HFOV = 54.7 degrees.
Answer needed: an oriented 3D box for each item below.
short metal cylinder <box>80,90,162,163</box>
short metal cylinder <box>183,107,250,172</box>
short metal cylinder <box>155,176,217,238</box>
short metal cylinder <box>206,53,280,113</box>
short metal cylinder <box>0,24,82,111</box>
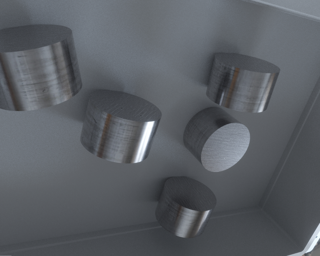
[{"bbox_3d":[-0.044,-0.004,0.347,0.081,0.080,0.050,4,116,-31],"label":"short metal cylinder"},{"bbox_3d":[0.081,0.016,0.446,0.081,0.050,0.079,-14,124,-21],"label":"short metal cylinder"},{"bbox_3d":[0.038,0.117,0.466,0.081,0.080,0.050,3,117,-30],"label":"short metal cylinder"},{"bbox_3d":[0.104,-0.059,0.393,0.081,0.080,0.050,-4,121,-26],"label":"short metal cylinder"},{"bbox_3d":[-0.114,-0.056,0.275,0.081,0.080,0.050,-16,125,-20],"label":"short metal cylinder"}]
